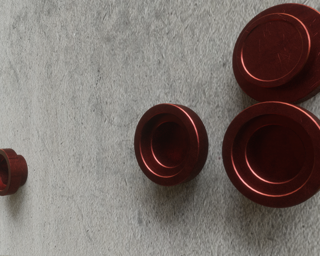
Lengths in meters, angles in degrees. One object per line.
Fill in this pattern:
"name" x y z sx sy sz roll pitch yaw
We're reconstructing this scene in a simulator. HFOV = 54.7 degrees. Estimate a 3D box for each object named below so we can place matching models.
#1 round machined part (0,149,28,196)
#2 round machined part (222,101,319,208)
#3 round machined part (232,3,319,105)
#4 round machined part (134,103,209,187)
"round machined part" -0.316 0.092 0.656 0.098 0.042 0.097 0 90 40
"round machined part" 0.114 0.024 0.299 0.098 0.042 0.097 1 91 40
"round machined part" 0.114 -0.071 0.299 0.098 0.042 0.097 0 90 40
"round machined part" 0.018 0.020 0.379 0.098 0.042 0.097 0 90 40
